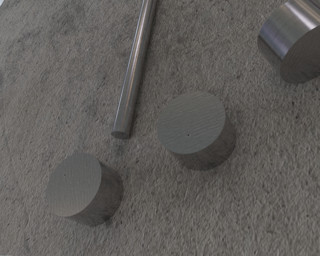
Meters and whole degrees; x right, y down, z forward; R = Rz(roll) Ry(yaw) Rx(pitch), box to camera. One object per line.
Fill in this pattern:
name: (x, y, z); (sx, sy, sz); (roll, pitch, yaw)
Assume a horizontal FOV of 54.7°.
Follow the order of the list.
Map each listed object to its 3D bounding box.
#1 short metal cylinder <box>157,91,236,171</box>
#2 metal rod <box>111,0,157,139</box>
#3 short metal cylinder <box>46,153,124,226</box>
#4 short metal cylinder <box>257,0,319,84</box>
short metal cylinder: (0.043, 0.004, 0.363); (0.080, 0.050, 0.080); (-13, 56, 21)
metal rod: (-0.035, -0.121, 0.496); (0.025, 0.025, 0.299); (-6, 59, 25)
short metal cylinder: (-0.094, 0.077, 0.390); (0.080, 0.050, 0.080); (-13, 56, 21)
short metal cylinder: (0.158, -0.096, 0.345); (0.080, 0.080, 0.050); (-29, 52, 10)
